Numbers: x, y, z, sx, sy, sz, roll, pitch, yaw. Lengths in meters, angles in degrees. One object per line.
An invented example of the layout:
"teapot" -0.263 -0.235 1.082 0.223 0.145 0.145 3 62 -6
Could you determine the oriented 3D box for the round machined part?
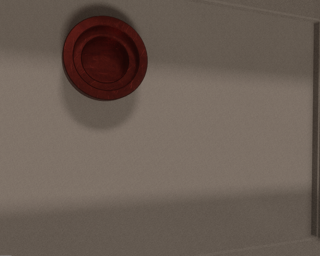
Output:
"round machined part" -0.068 -0.081 0.377 0.099 0.042 0.097 0 90 -21
